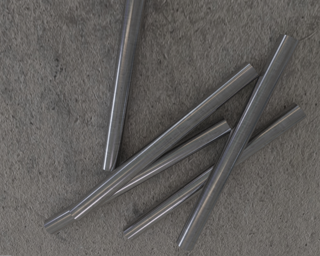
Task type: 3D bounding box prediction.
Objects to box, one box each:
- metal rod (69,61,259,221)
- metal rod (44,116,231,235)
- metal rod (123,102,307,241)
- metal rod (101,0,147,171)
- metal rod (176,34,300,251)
[{"bbox_3d":[0.000,0.022,0.404,0.300,0.025,0.025,-40,106,8],"label":"metal rod"},{"bbox_3d":[-0.037,0.071,0.435,0.300,0.025,0.025,-31,107,10],"label":"metal rod"},{"bbox_3d":[0.067,0.068,0.435,0.300,0.025,0.025,-39,106,13],"label":"metal rod"},{"bbox_3d":[-0.041,-0.083,0.378,0.025,0.025,0.298,10,110,-4],"label":"metal rod"},{"bbox_3d":[0.095,0.026,0.398,0.025,0.025,0.298,23,100,-8],"label":"metal rod"}]
